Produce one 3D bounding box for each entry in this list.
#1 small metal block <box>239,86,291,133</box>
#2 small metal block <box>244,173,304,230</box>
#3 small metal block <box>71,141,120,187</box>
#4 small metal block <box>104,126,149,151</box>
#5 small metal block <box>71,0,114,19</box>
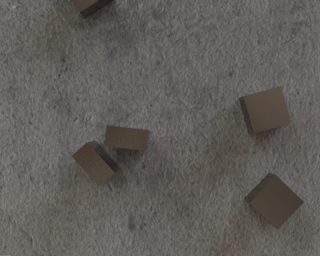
[{"bbox_3d":[0.139,-0.024,0.412,0.050,0.025,0.050,-15,90,-1],"label":"small metal block"},{"bbox_3d":[0.151,0.096,0.412,0.050,0.025,0.050,44,90,-1],"label":"small metal block"},{"bbox_3d":[-0.080,0.044,0.396,0.025,0.050,0.050,-42,91,0],"label":"small metal block"},{"bbox_3d":[-0.041,0.012,0.397,0.050,0.050,0.025,6,90,-1],"label":"small metal block"},{"bbox_3d":[-0.096,-0.182,0.409,0.050,0.025,0.050,-34,90,0],"label":"small metal block"}]
